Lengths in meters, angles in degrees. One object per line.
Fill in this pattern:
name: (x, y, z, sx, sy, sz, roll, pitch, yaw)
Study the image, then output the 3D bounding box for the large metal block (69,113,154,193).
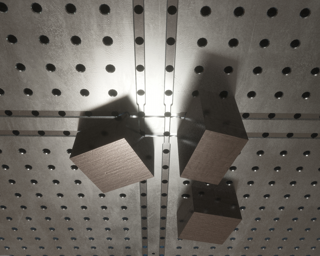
large metal block: (-0.062, 0.036, 0.426, 0.080, 0.050, 0.080, -21, 128, 16)

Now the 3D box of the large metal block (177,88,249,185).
large metal block: (0.060, 0.010, 0.386, 0.050, 0.080, 0.079, 13, 129, -12)

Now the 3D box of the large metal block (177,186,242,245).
large metal block: (0.080, 0.149, 0.524, 0.081, 0.050, 0.079, 12, 129, -11)
